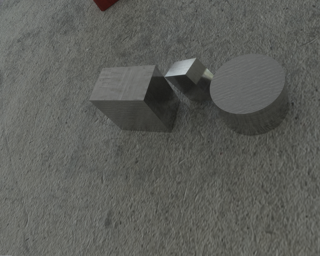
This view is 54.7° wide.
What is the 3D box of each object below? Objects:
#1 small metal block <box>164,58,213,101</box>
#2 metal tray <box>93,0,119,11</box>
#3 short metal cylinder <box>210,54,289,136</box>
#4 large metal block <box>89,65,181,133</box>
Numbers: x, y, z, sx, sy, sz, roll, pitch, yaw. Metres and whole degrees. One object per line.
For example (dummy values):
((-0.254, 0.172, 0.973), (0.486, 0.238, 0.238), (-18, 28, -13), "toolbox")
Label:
((0.042, -0.060, 0.392), (0.025, 0.050, 0.050), (-57, 26, -12), "small metal block")
((-0.087, -0.306, 0.633), (0.130, 0.030, 0.090), (-35, 51, 4), "metal tray")
((0.104, -0.038, 0.357), (0.080, 0.050, 0.080), (-13, 56, 21), "short metal cylinder")
((-0.030, -0.036, 0.406), (0.080, 0.080, 0.050), (3, 63, 29), "large metal block")
